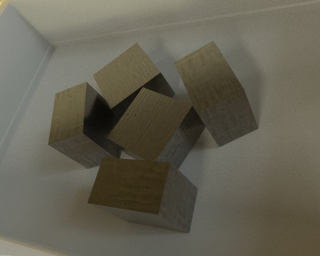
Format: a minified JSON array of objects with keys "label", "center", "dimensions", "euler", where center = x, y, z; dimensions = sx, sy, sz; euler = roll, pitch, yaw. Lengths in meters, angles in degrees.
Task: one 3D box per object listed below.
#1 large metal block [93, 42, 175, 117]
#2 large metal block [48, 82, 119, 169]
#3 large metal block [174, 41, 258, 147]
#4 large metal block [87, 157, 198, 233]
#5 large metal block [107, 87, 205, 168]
[{"label":"large metal block","center":[-0.038,-0.063,0.444],"dimensions":[0.080,0.050,0.080],"euler":[-36,51,4]},{"label":"large metal block","center":[-0.099,-0.001,0.420],"dimensions":[0.050,0.080,0.080],"euler":[-17,55,18]},{"label":"large metal block","center":[0.065,-0.037,0.356],"dimensions":[0.050,0.080,0.080],"euler":[-27,53,11]},{"label":"large metal block","center":[-0.015,0.072,0.332],"dimensions":[0.080,0.080,0.050],"euler":[1,62,28]},{"label":"large metal block","center":[-0.004,0.005,0.386],"dimensions":[0.080,0.050,0.080],"euler":[25,75,36]}]
